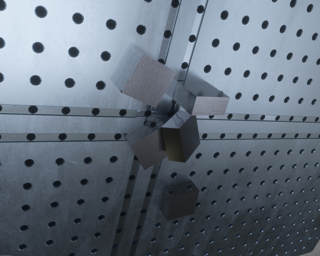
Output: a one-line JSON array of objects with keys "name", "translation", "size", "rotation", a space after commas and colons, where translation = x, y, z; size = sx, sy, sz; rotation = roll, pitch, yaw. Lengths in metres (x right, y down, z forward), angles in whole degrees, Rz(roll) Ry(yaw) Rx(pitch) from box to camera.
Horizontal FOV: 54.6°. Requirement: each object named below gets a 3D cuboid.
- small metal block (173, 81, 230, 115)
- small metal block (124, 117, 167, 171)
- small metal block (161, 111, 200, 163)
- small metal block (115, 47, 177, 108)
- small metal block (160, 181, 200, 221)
[{"name": "small metal block", "translation": [0.052, -0.038, 0.399], "size": [0.050, 0.050, 0.025], "rotation": [-1, 119, -28]}, {"name": "small metal block", "translation": [-0.013, 0.021, 0.417], "size": [0.050, 0.025, 0.050], "rotation": [-30, 129, -9]}, {"name": "small metal block", "translation": [0.029, 0.010, 0.411], "size": [0.050, 0.025, 0.050], "rotation": [-44, 130, -49]}, {"name": "small metal block", "translation": [-0.017, -0.058, 0.365], "size": [0.050, 0.025, 0.050], "rotation": [22, 107, -36]}, {"name": "small metal block", "translation": [0.031, 0.117, 0.500], "size": [0.050, 0.025, 0.050], "rotation": [-6, 121, -25]}]
